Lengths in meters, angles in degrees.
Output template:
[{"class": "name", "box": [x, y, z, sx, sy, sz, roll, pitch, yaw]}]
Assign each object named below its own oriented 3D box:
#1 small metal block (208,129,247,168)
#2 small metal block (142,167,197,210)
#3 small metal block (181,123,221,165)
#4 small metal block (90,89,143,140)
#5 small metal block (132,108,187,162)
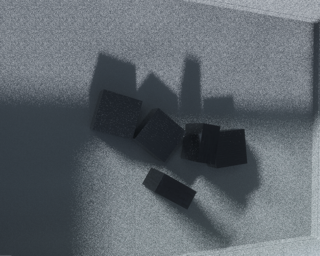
[{"class": "small metal block", "box": [0.095, 0.028, 0.445, 0.050, 0.025, 0.050, -6, 92, -20]}, {"class": "small metal block", "box": [0.011, 0.077, 0.400, 0.050, 0.050, 0.025, 32, 81, -18]}, {"class": "small metal block", "box": [0.054, 0.020, 0.417, 0.025, 0.050, 0.050, 10, 87, -21]}, {"class": "small metal block", "box": [-0.055, -0.016, 0.388, 0.050, 0.025, 0.050, 16, 85, -20]}, {"class": "small metal block", "box": [-0.002, 0.009, 0.408, 0.050, 0.025, 0.050, 41, 77, -16]}]
